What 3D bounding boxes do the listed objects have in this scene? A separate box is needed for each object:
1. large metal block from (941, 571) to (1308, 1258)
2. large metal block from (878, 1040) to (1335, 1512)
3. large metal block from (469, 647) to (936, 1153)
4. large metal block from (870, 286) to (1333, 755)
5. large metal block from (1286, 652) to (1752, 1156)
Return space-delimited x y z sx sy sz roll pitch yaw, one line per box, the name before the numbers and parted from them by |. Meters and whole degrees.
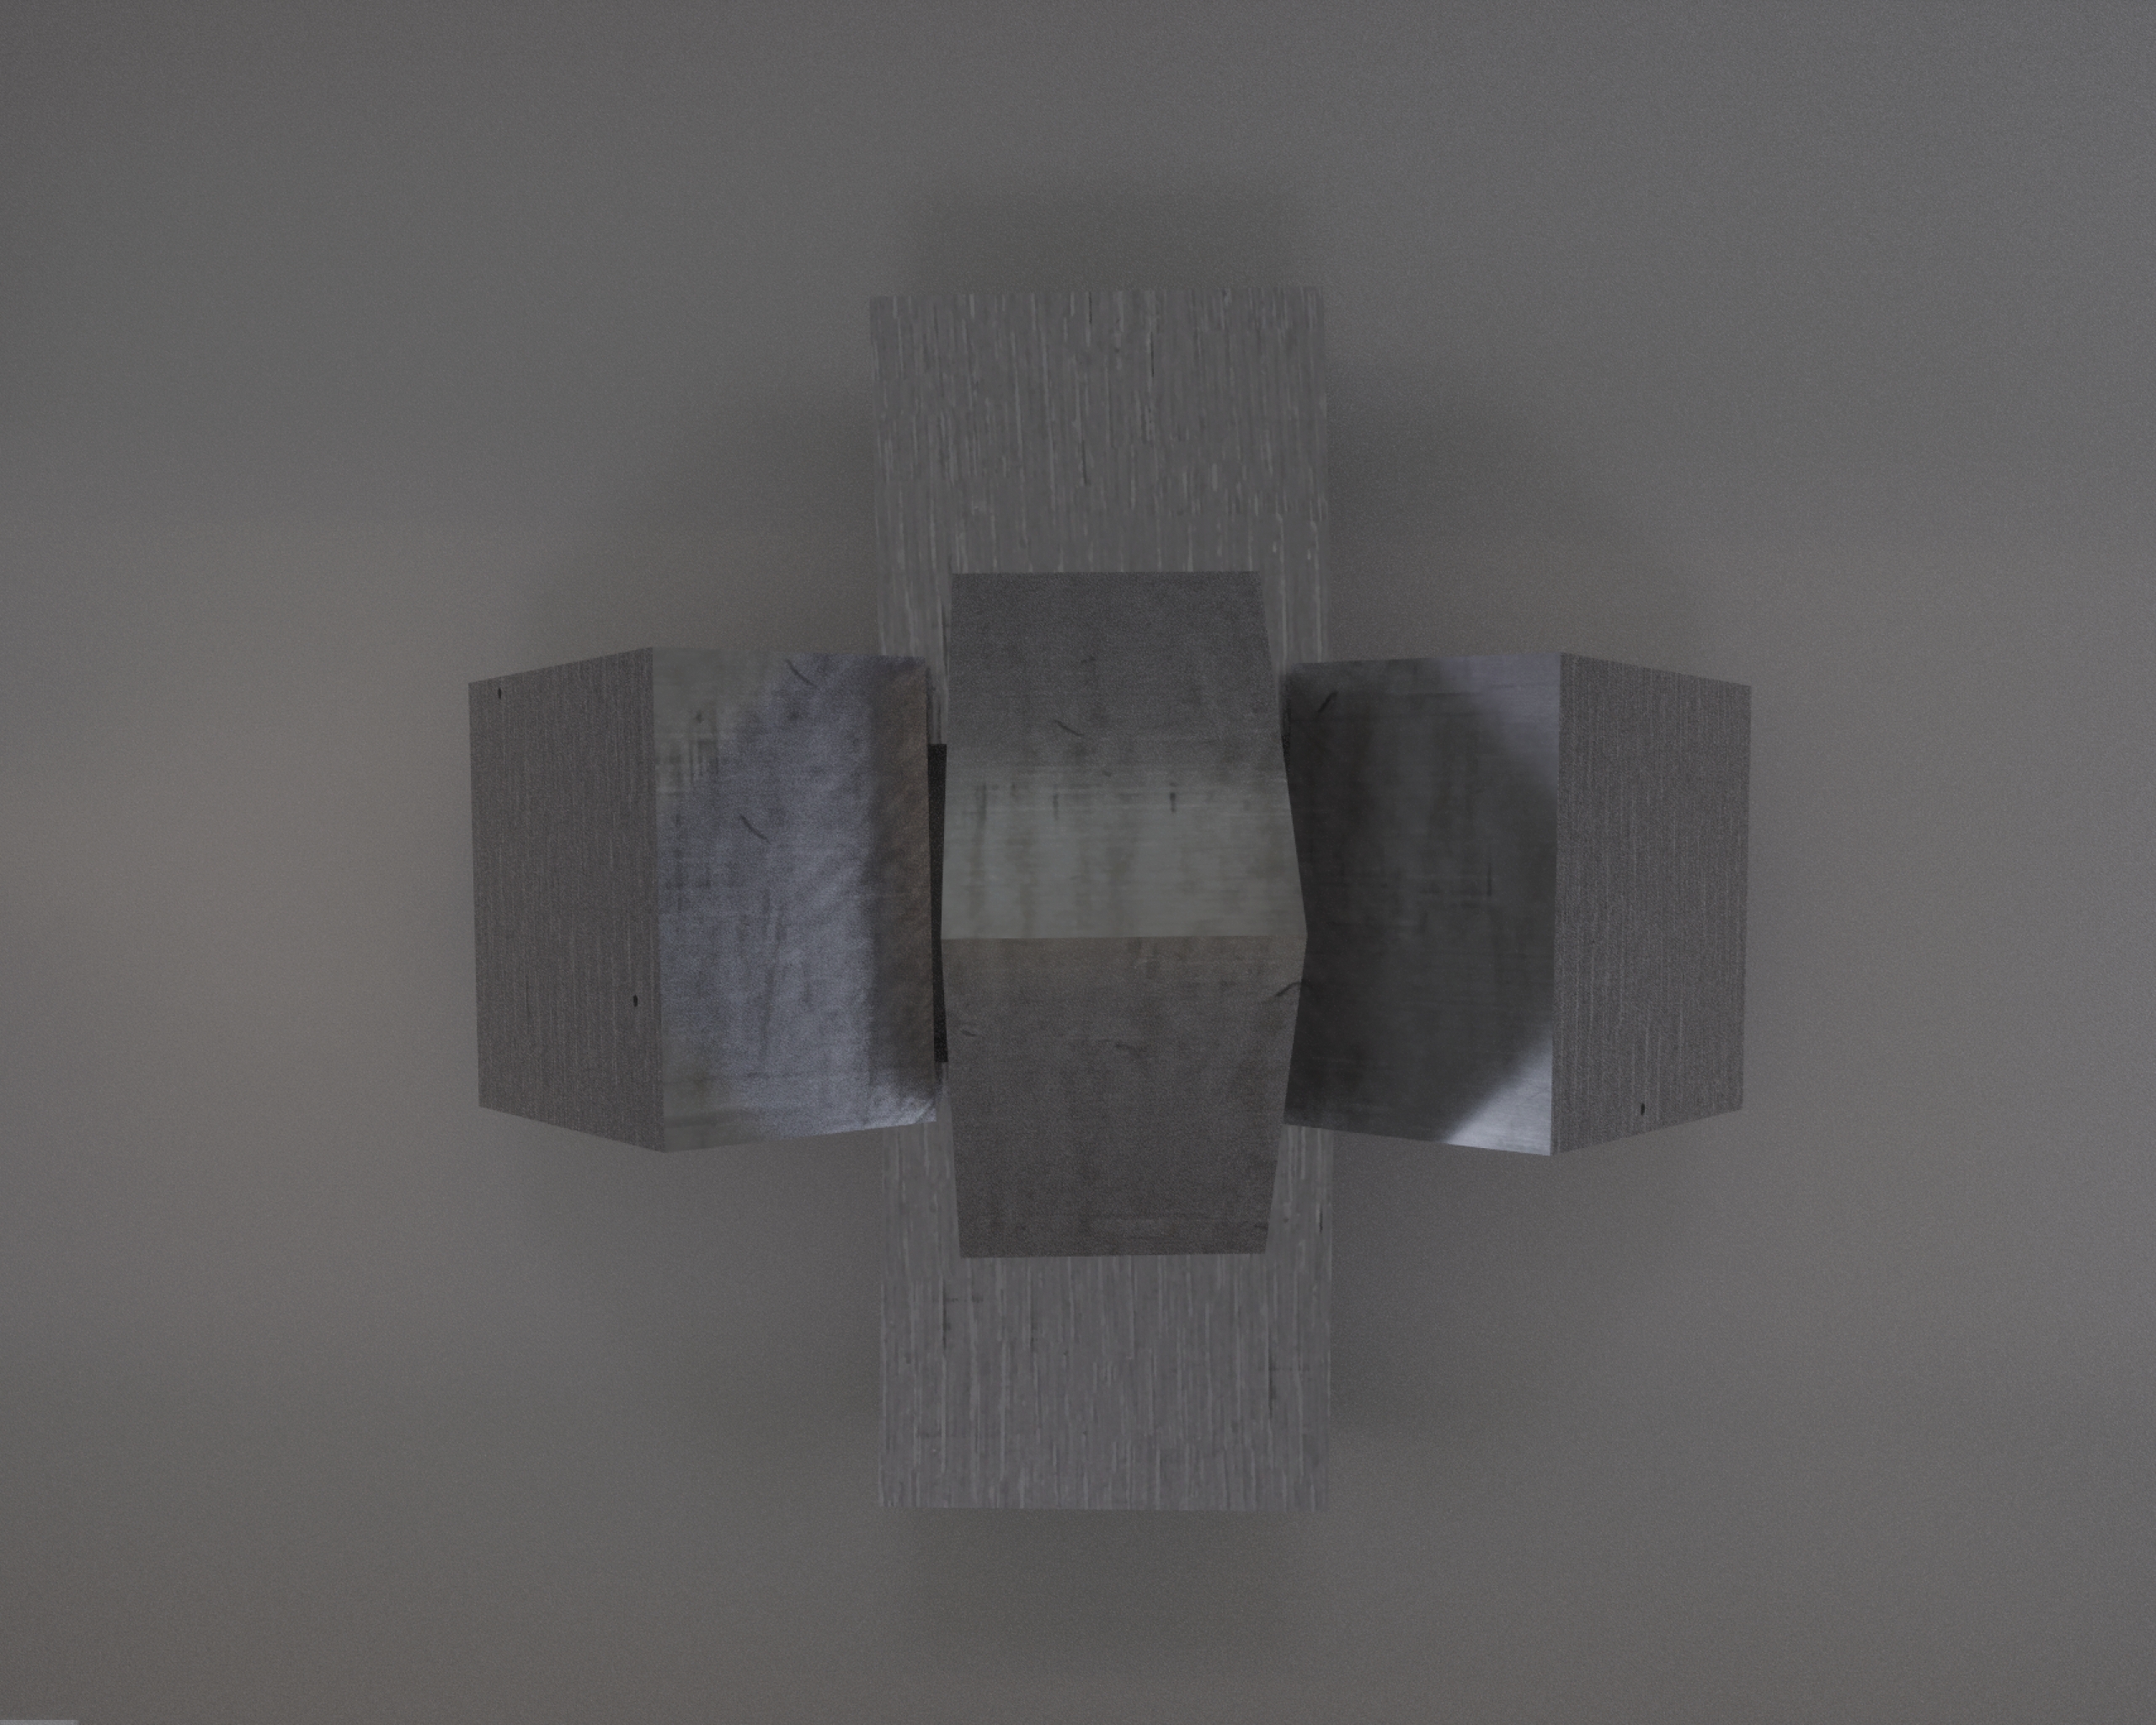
large metal block | 0.005 0.009 0.343 0.050 0.080 0.080 -1 46 -1
large metal block | 0.005 0.076 0.398 0.081 0.050 0.080 1 90 0
large metal block | -0.069 0.005 0.374 0.050 0.080 0.080 -2 91 -36
large metal block | 0.004 -0.062 0.395 0.081 0.050 0.080 -1 90 0
large metal block | 0.081 0.006 0.376 0.050 0.081 0.080 2 91 39
